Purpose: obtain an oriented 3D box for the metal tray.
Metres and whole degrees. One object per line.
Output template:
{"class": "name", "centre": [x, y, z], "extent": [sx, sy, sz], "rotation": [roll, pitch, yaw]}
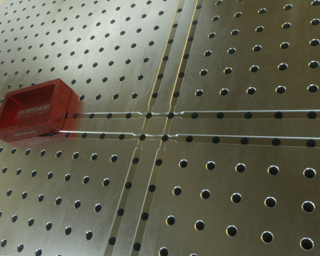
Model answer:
{"class": "metal tray", "centre": [-0.222, -0.030, 0.536], "extent": [0.130, 0.030, 0.090], "rotation": [-10, 57, 22]}
